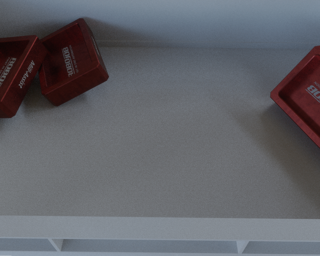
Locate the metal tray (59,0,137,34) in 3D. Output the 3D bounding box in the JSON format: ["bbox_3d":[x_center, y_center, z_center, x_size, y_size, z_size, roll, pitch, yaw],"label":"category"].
[{"bbox_3d":[-0.112,-0.218,0.586,0.131,0.030,0.090,2,50,1],"label":"metal tray"}]

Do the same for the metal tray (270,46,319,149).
[{"bbox_3d":[0.215,-0.031,0.390,0.030,0.090,0.130,11,37,-43],"label":"metal tray"}]

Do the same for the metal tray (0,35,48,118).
[{"bbox_3d":[-0.227,-0.075,0.440,0.090,0.030,0.130,0,56,16],"label":"metal tray"}]

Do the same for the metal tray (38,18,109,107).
[{"bbox_3d":[-0.137,-0.103,0.468,0.090,0.030,0.130,-27,53,3],"label":"metal tray"}]
